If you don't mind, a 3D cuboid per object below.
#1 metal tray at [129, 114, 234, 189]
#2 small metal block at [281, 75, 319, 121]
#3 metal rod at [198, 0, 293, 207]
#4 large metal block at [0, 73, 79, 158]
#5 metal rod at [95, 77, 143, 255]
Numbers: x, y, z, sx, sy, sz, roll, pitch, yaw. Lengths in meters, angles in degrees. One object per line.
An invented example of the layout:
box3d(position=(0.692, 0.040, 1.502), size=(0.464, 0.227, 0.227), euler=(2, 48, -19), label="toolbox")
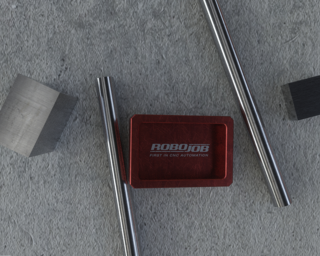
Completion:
box3d(position=(0.027, 0.029, 0.397), size=(0.131, 0.030, 0.089), euler=(1, 90, -10), label="metal tray")
box3d(position=(0.196, -0.040, 0.413), size=(0.050, 0.025, 0.050), euler=(-15, 90, -1), label="small metal block")
box3d(position=(0.112, -0.040, 0.411), size=(0.025, 0.025, 0.299), euler=(-20, 90, 0), label="metal rod")
box3d(position=(-0.150, -0.014, 0.381), size=(0.050, 0.080, 0.080), euler=(26, 90, -1), label="large metal block")
box3d(position=(-0.050, 0.082, 0.409), size=(0.025, 0.025, 0.298), euler=(-9, 90, 0), label="metal rod")
